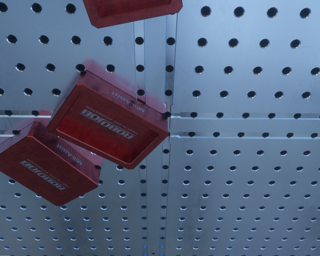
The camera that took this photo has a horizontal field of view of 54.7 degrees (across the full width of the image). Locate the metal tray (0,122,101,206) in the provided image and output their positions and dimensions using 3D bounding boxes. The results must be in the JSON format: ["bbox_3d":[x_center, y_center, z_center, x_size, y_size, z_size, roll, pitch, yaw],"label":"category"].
[{"bbox_3d":[-0.164,0.058,0.456,0.090,0.030,0.130,-29,125,22],"label":"metal tray"}]

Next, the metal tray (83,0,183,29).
[{"bbox_3d":[-0.035,-0.161,0.270,0.090,0.030,0.129,-9,130,7],"label":"metal tray"}]

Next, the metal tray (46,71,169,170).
[{"bbox_3d":[-0.066,-0.004,0.403,0.131,0.030,0.090,30,124,-23],"label":"metal tray"}]
